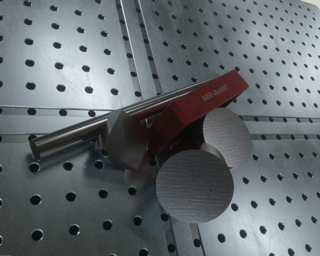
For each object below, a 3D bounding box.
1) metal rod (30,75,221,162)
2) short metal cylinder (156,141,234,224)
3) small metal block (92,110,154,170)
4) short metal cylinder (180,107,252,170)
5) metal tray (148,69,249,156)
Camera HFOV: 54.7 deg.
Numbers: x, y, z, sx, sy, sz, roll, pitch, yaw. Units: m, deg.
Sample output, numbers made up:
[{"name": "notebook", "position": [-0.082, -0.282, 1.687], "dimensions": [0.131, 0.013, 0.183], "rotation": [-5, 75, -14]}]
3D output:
[{"name": "metal rod", "position": [-0.017, -0.025, 0.409], "dimensions": [0.302, 0.025, 0.025], "rotation": [-24, 75, -36]}, {"name": "short metal cylinder", "position": [0.038, 0.058, 0.345], "dimensions": [0.080, 0.080, 0.050], "rotation": [40, 9, -1]}, {"name": "small metal block", "position": [-0.041, 0.015, 0.356], "dimensions": [0.050, 0.025, 0.050], "rotation": [36, 65, -29]}, {"name": "short metal cylinder", "position": [0.074, 0.019, 0.409], "dimensions": [0.081, 0.050, 0.080], "rotation": [13, 64, -28]}, {"name": "metal tray", "position": [0.046, -0.021, 0.399], "dimensions": [0.131, 0.090, 0.030], "rotation": [-30, 79, -38]}]
